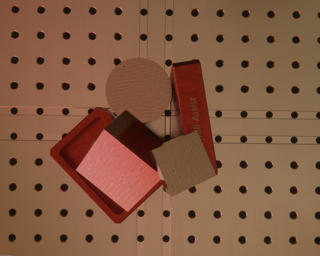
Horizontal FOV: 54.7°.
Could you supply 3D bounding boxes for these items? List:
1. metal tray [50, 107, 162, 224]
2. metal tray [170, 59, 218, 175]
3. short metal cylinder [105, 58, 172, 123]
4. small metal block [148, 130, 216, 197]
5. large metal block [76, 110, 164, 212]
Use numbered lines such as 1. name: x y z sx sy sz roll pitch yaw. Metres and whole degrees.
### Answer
1. metal tray: -0.066 0.048 0.409 0.090 0.030 0.130 -43 91 0
2. metal tray: 0.039 -0.010 0.381 0.030 0.090 0.129 -9 90 0
3. short metal cylinder: -0.026 -0.046 0.400 0.081 0.050 0.079 0 90 -1
4. small metal block: 0.022 0.036 0.319 0.050 0.025 0.050 -24 91 -12
5. large metal block: -0.040 0.040 0.369 0.080 0.050 0.080 40 125 -1
